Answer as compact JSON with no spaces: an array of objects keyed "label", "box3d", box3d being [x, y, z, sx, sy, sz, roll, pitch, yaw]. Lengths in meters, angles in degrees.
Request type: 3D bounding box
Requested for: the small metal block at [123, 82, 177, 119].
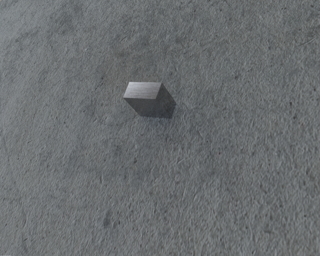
[{"label":"small metal block","box3d":[-0.013,-0.037,0.417,0.050,0.050,0.025,6,65,30]}]
